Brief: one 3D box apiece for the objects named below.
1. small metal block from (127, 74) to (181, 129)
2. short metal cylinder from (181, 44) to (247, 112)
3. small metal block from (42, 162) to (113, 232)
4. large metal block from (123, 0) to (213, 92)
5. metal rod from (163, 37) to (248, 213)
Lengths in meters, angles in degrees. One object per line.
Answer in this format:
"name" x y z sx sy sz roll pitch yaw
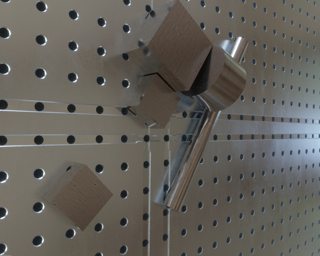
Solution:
"small metal block" -0.007 -0.034 0.403 0.050 0.025 0.050 42 65 -32
"short metal cylinder" 0.072 -0.069 0.434 0.050 0.080 0.080 28 72 -37
"small metal block" -0.088 0.074 0.336 0.050 0.025 0.050 -50 120 -28
"large metal block" 0.013 -0.103 0.403 0.080 0.050 0.080 42 65 -32
"metal rod" 0.076 -0.017 0.472 0.025 0.025 0.300 39 66 -33
